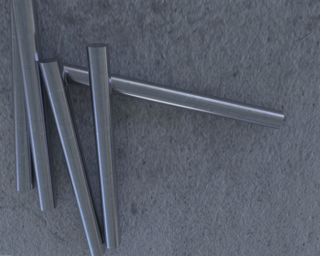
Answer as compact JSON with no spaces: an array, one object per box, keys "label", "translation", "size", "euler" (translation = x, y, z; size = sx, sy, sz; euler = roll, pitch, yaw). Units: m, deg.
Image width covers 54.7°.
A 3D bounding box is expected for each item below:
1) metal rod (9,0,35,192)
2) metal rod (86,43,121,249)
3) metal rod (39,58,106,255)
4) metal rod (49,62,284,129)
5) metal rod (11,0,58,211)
[{"label":"metal rod","translation":[-0.171,-0.055,0.386],"size":[0.025,0.025,0.298],"euler":[7,110,-3]},{"label":"metal rod","translation":[-0.070,0.042,0.407],"size":[0.025,0.025,0.298],"euler":[0,116,-1]},{"label":"metal rod","translation":[-0.110,0.057,0.414],"size":[0.025,0.025,0.298],"euler":[-5,116,1]},{"label":"metal rod","translation":[0.010,-0.041,0.394],"size":[0.302,0.025,0.025],"euler":[12,110,-5]},{"label":"metal rod","translation":[-0.153,-0.021,0.384],"size":[0.025,0.025,0.298],"euler":[3,116,-2]}]
